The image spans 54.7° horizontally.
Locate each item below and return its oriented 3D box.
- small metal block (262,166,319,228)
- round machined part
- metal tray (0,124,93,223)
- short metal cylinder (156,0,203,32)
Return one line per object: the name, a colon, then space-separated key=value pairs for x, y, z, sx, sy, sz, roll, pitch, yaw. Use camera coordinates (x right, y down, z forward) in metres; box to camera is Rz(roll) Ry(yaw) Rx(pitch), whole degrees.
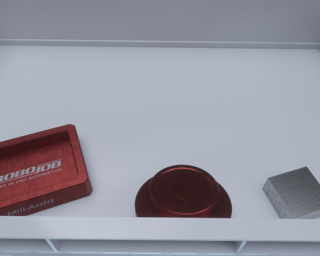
small metal block: x=0.152 y=0.076 z=0.343 sx=0.050 sy=0.025 sz=0.050 roll=-14 pitch=52 yaw=-12
round machined part: x=0.024 y=0.075 z=0.315 sx=0.099 sy=0.042 sz=0.098 roll=0 pitch=34 yaw=0
metal tray: x=-0.153 y=0.052 z=0.356 sx=0.131 sy=0.030 sz=0.090 roll=-16 pitch=52 yaw=-14
short metal cylinder: x=0.037 y=-0.223 z=0.560 sx=0.080 sy=0.080 sz=0.050 roll=6 pitch=51 yaw=5
